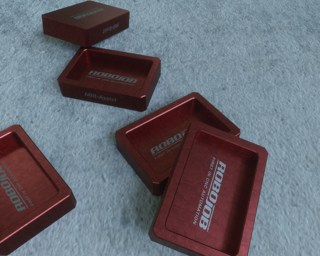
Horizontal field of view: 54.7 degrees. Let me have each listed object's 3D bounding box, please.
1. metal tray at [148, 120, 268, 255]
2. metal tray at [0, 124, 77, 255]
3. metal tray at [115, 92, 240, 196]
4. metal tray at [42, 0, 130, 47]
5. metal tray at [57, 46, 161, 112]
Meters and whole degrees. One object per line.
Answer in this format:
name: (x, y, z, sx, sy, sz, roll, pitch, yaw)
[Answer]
metal tray: (0.053, 0.065, 0.319, 0.090, 0.030, 0.130, 22, 62, 1)
metal tray: (-0.167, 0.062, 0.345, 0.091, 0.030, 0.130, -34, 58, -26)
metal tray: (0.022, 0.014, 0.388, 0.131, 0.030, 0.090, -28, 56, -22)
metal tray: (-0.122, -0.182, 0.530, 0.090, 0.030, 0.131, 21, 38, 16)
metal tray: (-0.072, -0.077, 0.463, 0.131, 0.030, 0.090, 12, 51, 9)
